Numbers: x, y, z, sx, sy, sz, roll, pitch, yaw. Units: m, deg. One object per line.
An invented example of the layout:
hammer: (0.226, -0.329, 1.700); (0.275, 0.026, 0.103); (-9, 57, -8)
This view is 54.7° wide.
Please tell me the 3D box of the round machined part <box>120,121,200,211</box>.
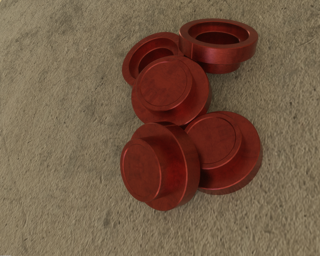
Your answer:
round machined part: (-0.007, 0.043, 0.338); (0.098, 0.042, 0.097); (8, 101, 47)

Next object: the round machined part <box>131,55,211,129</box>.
round machined part: (0.010, -0.045, 0.373); (0.098, 0.042, 0.098); (-6, 71, 17)

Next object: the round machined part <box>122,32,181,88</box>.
round machined part: (-0.002, -0.087, 0.448); (0.098, 0.042, 0.098); (-13, 56, 20)

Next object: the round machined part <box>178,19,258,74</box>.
round machined part: (0.073, -0.104, 0.401); (0.099, 0.042, 0.098); (0, 39, 0)

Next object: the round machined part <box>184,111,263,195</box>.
round machined part: (0.062, 0.022, 0.348); (0.098, 0.042, 0.098); (-13, 56, 20)
